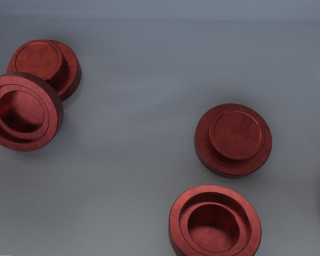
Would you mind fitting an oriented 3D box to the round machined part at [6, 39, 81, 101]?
[{"bbox_3d":[-0.163,-0.083,0.430,0.099,0.042,0.098,0,70,0],"label":"round machined part"}]

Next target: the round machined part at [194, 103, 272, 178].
[{"bbox_3d":[0.095,0.013,0.396,0.099,0.042,0.098,0,70,0],"label":"round machined part"}]

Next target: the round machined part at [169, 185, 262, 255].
[{"bbox_3d":[0.059,0.116,0.346,0.099,0.042,0.098,1,45,-1],"label":"round machined part"}]

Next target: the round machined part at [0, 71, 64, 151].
[{"bbox_3d":[-0.170,-0.023,0.390,0.099,0.042,0.097,1,112,2],"label":"round machined part"}]
